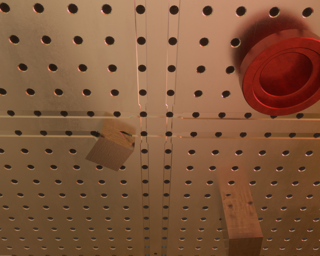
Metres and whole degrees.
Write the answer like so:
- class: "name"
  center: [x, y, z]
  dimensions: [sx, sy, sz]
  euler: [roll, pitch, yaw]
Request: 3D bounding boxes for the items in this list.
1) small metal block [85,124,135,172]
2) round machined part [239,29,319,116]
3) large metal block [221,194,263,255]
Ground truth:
- class: "small metal block"
  center: [-0.070, 0.029, 0.436]
  dimensions: [0.050, 0.025, 0.050]
  euler: [25, 126, -20]
- class: "round machined part"
  center: [0.138, -0.064, 0.347]
  dimensions: [0.099, 0.042, 0.097]
  euler: [0, 130, 0]
- class: "large metal block"
  center: [0.134, 0.169, 0.521]
  dimensions: [0.050, 0.080, 0.080]
  euler: [-5, 130, 4]
